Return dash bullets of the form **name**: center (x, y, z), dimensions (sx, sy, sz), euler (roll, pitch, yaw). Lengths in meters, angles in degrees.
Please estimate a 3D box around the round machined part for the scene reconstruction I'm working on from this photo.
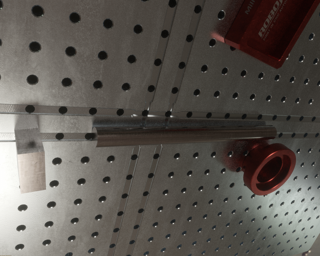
- **round machined part**: center (0.187, 0.068, 0.547), dimensions (0.099, 0.042, 0.097), euler (-14, 125, -21)

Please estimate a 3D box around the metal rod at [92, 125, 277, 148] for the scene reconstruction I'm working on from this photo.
- **metal rod**: center (0.054, 0.009, 0.448), dimensions (0.303, 0.025, 0.025), euler (-1, 119, -29)

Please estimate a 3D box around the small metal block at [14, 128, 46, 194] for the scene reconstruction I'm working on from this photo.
- **small metal block**: center (-0.142, 0.035, 0.339), dimensions (0.025, 0.050, 0.050), euler (-6, 121, -26)

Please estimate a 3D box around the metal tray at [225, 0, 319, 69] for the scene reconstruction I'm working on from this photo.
- **metal tray**: center (0.152, -0.151, 0.399), dimensions (0.091, 0.030, 0.129), euler (14, 111, -35)
